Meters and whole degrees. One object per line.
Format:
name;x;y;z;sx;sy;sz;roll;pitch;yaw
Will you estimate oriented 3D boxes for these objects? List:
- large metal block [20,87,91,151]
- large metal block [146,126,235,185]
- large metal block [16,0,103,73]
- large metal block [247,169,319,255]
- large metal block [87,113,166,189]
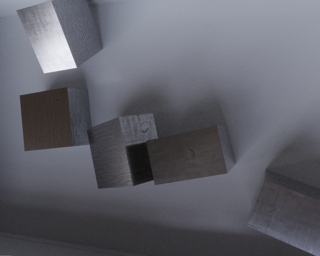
large metal block;-0.149;-0.011;0.448;0.080;0.050;0.080;-7;88;19
large metal block;0.040;0.030;0.367;0.080;0.080;0.050;-13;86;19
large metal block;-0.127;-0.127;0.409;0.050;0.080;0.080;-5;119;19
large metal block;0.144;0.087;0.331;0.080;0.080;0.050;20;97;18
large metal block;-0.045;0.031;0.395;0.080;0.050;0.080;-16;84;49
